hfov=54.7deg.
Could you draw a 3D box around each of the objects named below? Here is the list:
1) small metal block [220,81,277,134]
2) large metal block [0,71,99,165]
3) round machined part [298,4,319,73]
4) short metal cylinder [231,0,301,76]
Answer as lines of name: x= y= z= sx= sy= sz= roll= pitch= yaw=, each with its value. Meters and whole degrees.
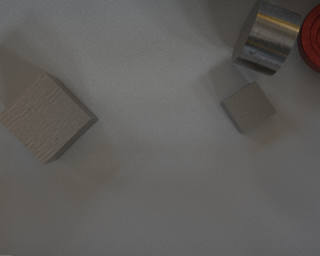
small metal block: x=0.117 y=-0.027 z=0.413 sx=0.050 sy=0.025 sz=0.050 roll=-34 pitch=90 yaw=0
large metal block: x=-0.140 y=-0.012 z=0.397 sx=0.080 sy=0.050 sz=0.080 roll=-45 pitch=91 yaw=0
round machined part: x=0.230 y=-0.113 z=0.398 sx=0.098 sy=0.042 sz=0.097 roll=-1 pitch=86 yaw=13
short metal cylinder: x=0.129 y=-0.111 z=0.386 sx=0.050 sy=0.080 sz=0.080 roll=21 pitch=90 yaw=-1
